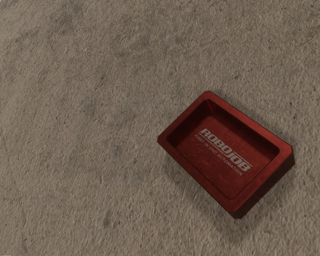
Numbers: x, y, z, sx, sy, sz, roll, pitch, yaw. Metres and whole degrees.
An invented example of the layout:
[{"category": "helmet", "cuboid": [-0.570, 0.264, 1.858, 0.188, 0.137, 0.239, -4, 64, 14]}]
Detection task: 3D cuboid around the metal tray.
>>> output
[{"category": "metal tray", "cuboid": [0.069, 0.024, 0.348, 0.090, 0.030, 0.130, -44, 51, -3]}]
